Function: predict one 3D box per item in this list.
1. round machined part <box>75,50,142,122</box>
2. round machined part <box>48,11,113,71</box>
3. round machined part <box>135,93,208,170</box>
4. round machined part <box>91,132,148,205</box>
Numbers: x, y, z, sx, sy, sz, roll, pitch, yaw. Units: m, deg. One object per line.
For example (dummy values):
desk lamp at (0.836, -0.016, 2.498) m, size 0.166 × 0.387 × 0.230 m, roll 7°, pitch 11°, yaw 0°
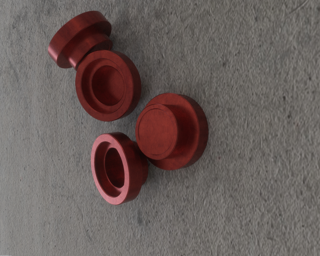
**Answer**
round machined part at (-0.068, -0.060, 0.439) m, size 0.098 × 0.042 × 0.097 m, roll 6°, pitch 104°, yaw 26°
round machined part at (-0.108, -0.119, 0.453) m, size 0.042 × 0.099 × 0.098 m, roll 50°, pitch 122°, yaw 3°
round machined part at (0.007, 0.004, 0.388) m, size 0.098 × 0.042 × 0.097 m, roll 0°, pitch 90°, yaw 40°
round machined part at (-0.053, 0.053, 0.430) m, size 0.098 × 0.042 × 0.097 m, roll 11°, pitch 104°, yaw 48°
